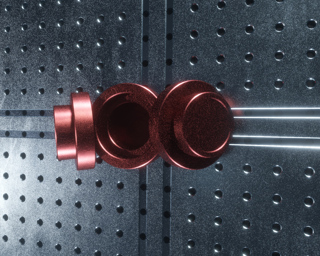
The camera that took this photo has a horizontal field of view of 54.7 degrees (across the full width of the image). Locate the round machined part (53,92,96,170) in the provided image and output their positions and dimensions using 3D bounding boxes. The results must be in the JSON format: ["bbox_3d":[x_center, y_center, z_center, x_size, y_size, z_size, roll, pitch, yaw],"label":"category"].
[{"bbox_3d":[-0.108,0.004,0.386,0.042,0.098,0.097,-5,88,-18],"label":"round machined part"}]

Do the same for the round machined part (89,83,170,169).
[{"bbox_3d":[-0.032,-0.002,0.368,0.098,0.042,0.097,0,90,19],"label":"round machined part"}]

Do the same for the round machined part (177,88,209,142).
[{"bbox_3d":[0.034,-0.003,0.391,0.098,0.042,0.097,0,90,19],"label":"round machined part"}]

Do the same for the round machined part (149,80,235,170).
[{"bbox_3d":[0.041,-0.003,0.334,0.042,0.099,0.097,0,90,60],"label":"round machined part"}]

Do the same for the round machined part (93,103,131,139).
[{"bbox_3d":[-0.059,-0.003,0.423,0.098,0.042,0.097,0,90,19],"label":"round machined part"}]
